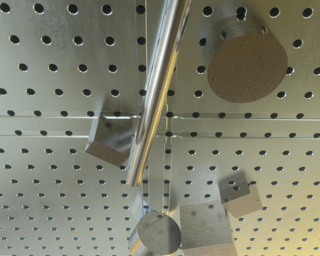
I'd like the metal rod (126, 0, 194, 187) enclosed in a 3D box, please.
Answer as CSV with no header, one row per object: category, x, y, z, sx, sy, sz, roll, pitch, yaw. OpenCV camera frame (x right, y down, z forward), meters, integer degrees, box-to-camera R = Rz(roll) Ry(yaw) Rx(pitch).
metal rod,-0.008,-0.030,0.385,0.025,0.025,0.298,10,130,-8

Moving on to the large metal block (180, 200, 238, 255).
large metal block,0.081,0.175,0.525,0.080,0.080,0.050,-14,129,11

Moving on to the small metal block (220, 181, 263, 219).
small metal block,0.135,0.120,0.515,0.050,0.025,0.050,-28,125,22

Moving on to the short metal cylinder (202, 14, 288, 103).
short metal cylinder,0.088,-0.074,0.333,0.081,0.050,0.079,0,130,0

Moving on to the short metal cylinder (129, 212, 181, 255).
short metal cylinder,-0.009,0.195,0.542,0.081,0.080,0.050,16,128,-14

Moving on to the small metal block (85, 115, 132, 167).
small metal block,-0.066,0.017,0.409,0.050,0.050,0.025,28,125,-22
